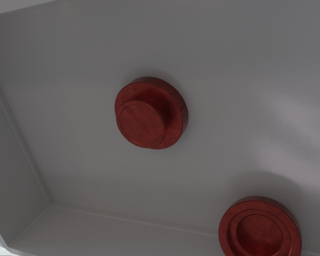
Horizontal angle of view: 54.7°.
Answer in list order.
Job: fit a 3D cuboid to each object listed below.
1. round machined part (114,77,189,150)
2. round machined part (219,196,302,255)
[{"bbox_3d":[-0.017,-0.013,0.399,0.098,0.042,0.097,13,124,21],"label":"round machined part"},{"bbox_3d":[0.129,0.135,0.398,0.098,0.042,0.097,2,95,24],"label":"round machined part"}]
